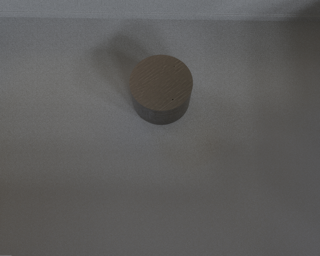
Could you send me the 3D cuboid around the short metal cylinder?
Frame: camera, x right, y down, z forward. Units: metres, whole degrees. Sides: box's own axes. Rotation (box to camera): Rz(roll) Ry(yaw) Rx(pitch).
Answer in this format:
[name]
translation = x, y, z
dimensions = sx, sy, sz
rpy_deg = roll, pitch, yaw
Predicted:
[short metal cylinder]
translation = 0.002, -0.050, 0.415
dimensions = 0.080, 0.050, 0.080
rpy_deg = 0, 70, 0
